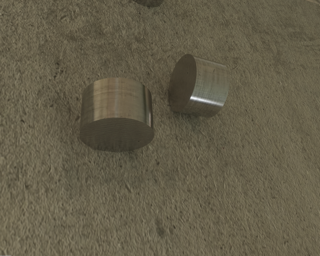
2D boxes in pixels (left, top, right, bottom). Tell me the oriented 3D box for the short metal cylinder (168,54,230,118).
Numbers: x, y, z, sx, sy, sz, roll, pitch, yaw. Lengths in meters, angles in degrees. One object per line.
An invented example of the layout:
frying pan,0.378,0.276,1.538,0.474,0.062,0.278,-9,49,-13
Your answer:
short metal cylinder,0.052,-0.057,0.431,0.050,0.080,0.080,10,58,-23

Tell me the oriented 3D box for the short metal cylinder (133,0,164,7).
short metal cylinder,-0.020,-0.256,0.533,0.081,0.050,0.080,14,56,-21

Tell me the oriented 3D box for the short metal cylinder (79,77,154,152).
short metal cylinder,-0.048,-0.012,0.350,0.081,0.080,0.050,9,58,-23
